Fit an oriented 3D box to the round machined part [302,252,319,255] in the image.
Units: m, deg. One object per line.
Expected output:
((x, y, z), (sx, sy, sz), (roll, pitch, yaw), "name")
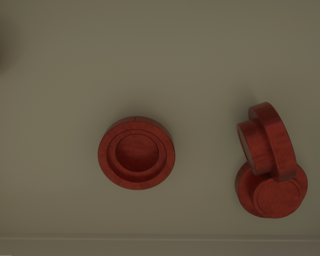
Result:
((0.254, 0.239, 0.495), (0.099, 0.042, 0.097), (0, 110, 0), "round machined part")

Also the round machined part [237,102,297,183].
((0.126, 0.020, 0.381), (0.042, 0.098, 0.098), (-19, 109, 7), "round machined part")

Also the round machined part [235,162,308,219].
((0.159, 0.087, 0.436), (0.099, 0.042, 0.097), (0, 110, 0), "round machined part")

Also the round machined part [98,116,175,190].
((-0.030, 0.030, 0.413), (0.099, 0.042, 0.097), (0, 110, 0), "round machined part")
